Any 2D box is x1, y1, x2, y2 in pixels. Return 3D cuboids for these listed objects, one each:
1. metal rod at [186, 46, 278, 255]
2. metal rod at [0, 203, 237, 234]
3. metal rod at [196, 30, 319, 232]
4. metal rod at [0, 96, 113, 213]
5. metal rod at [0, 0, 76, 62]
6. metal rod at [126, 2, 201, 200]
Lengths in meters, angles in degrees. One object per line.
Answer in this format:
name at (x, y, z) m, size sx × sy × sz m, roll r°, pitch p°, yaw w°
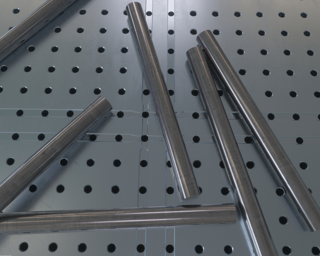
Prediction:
metal rod at (0.089, 0.024, 0.403) m, size 0.025 × 0.025 × 0.299 m, roll -14°, pitch 71°, yaw -5°
metal rod at (-0.061, 0.109, 0.371) m, size 0.302 × 0.025 × 0.025 m, roll -2°, pitch 70°, yaw -1°
metal rod at (0.127, -0.009, 0.415) m, size 0.025 × 0.025 × 0.299 m, roll -23°, pitch 72°, yaw -8°
metal rod at (-0.170, 0.066, 0.366) m, size 0.025 × 0.025 × 0.301 m, roll 38°, pitch 67°, yaw 13°
metal rod at (-0.194, -0.156, 0.467) m, size 0.025 × 0.025 × 0.301 m, roll 40°, pitch 75°, yaw 13°
metal rod at (-0.001, -0.050, 0.430) m, size 0.025 × 0.025 × 0.299 m, roll -14°, pitch 71°, yaw -5°
